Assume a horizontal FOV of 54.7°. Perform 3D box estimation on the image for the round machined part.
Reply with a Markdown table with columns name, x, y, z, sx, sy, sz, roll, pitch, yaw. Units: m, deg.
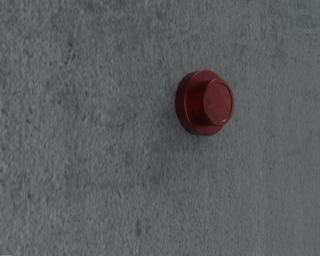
| name | x | y | z | sx | sy | sz | roll | pitch | yaw |
| --- | --- | --- | --- | --- | --- | --- | --- | --- | --- |
| round machined part | 0.072 | -0.037 | 0.457 | 0.099 | 0.042 | 0.097 | 0 | 90 | -40 |
